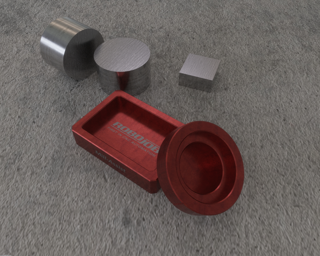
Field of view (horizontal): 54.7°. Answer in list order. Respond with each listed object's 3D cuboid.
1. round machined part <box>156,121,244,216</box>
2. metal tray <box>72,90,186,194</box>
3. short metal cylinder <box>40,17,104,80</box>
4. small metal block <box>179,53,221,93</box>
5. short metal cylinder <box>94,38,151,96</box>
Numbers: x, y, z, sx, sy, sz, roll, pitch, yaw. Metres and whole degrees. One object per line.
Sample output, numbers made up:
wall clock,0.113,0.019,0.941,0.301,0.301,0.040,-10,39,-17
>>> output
round machined part,0.039,0.045,0.335,0.099,0.042,0.098,9,71,-27
metal tray,-0.032,0.011,0.389,0.130,0.030,0.090,30,56,22
short metal cylinder,-0.130,-0.119,0.467,0.050,0.080,0.080,31,57,23
small metal block,0.061,-0.085,0.475,0.050,0.025,0.050,16,52,13
short metal cylinder,-0.054,-0.091,0.463,0.081,0.050,0.080,0,50,0
